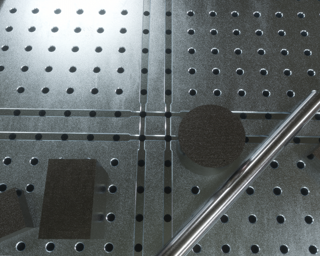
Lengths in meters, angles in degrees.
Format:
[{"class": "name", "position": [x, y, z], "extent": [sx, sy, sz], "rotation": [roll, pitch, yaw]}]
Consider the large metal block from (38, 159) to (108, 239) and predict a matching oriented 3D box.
[{"class": "large metal block", "position": [-0.093, 0.084, 0.351], "extent": [0.050, 0.080, 0.080], "rotation": [0, 70, 0]}]

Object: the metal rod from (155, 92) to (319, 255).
[{"class": "metal rod", "position": [0.110, 0.058, 0.391], "extent": [0.301, 0.025, 0.025], "rotation": [-42, 76, -14]}]

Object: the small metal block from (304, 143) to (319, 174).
[{"class": "small metal block", "position": [0.227, 0.039, 0.400], "extent": [0.050, 0.025, 0.050], "rotation": [-38, 75, -13]}]

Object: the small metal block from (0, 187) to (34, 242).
[{"class": "small metal block", "position": [-0.187, 0.106, 0.371], "extent": [0.050, 0.025, 0.050], "rotation": [-22, 72, -8]}]

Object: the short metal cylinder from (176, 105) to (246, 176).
[{"class": "short metal cylinder", "position": [0.062, 0.017, 0.393], "extent": [0.081, 0.050, 0.080], "rotation": [0, 70, -1]}]
